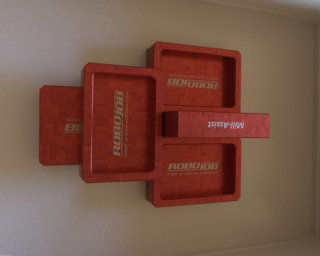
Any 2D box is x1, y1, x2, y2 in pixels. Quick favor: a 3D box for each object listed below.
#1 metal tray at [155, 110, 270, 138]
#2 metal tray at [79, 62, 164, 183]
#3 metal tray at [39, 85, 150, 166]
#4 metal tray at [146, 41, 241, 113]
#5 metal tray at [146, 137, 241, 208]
[{"bbox_3d":[0.061,-0.004,0.397,0.131,0.090,0.030,1,90,-20],"label":"metal tray"},{"bbox_3d":[-0.044,-0.005,0.358,0.091,0.030,0.129,1,90,-21],"label":"metal tray"},{"bbox_3d":[-0.076,-0.003,0.377,0.131,0.030,0.089,0,90,-21],"label":"metal tray"},{"bbox_3d":[0.048,-0.064,0.425,0.131,0.030,0.089,1,90,-21],"label":"metal tray"},{"bbox_3d":[0.048,0.056,0.425,0.131,0.030,0.089,1,90,-21],"label":"metal tray"}]
